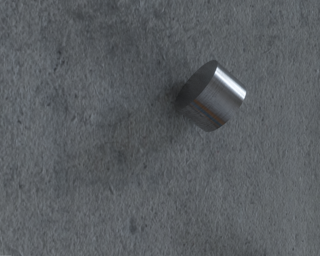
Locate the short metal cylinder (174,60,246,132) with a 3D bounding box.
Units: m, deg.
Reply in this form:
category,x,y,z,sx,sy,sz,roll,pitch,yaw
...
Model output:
category,x,y,z,sx,sy,sz,roll,pitch,yaw
short metal cylinder,0.064,-0.042,0.405,0.050,0.080,0.080,37,78,-17
